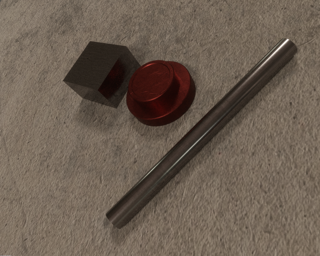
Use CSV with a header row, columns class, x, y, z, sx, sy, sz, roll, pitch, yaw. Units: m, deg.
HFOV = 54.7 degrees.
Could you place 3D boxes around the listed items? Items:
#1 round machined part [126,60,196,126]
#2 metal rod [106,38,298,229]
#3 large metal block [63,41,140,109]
class,x,y,z,sx,sy,sz,roll,pitch,yaw
round machined part,-0.004,-0.054,0.427,0.098,0.042,0.098,-13,56,20
metal rod,0.052,0.004,0.373,0.300,0.025,0.025,-45,51,-3
large metal block,-0.089,-0.085,0.485,0.080,0.050,0.080,18,71,34
